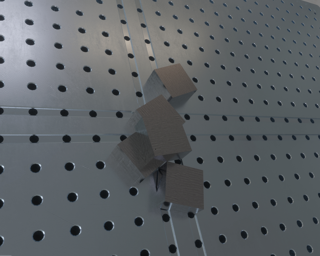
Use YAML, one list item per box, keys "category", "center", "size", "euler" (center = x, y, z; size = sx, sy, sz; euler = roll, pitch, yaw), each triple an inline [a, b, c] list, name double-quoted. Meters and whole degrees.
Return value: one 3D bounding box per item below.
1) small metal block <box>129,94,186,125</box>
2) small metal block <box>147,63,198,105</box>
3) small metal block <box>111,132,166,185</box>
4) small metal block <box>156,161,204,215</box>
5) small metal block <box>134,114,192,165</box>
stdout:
- category: "small metal block"
  center: [-0.003, -0.010, 0.412]
  size: [0.050, 0.025, 0.050]
  euler: [49, 51, 6]
- category: "small metal block"
  center: [0.018, -0.064, 0.456]
  size: [0.050, 0.025, 0.050]
  euler: [-22, 73, -36]
- category: "small metal block"
  center: [-0.022, 0.032, 0.377]
  size: [0.050, 0.025, 0.050]
  euler: [49, 51, 6]
- category: "small metal block"
  center: [0.025, 0.073, 0.376]
  size: [0.050, 0.025, 0.050]
  euler: [16, 55, -19]
- category: "small metal block"
  center: [0.003, 0.013, 0.370]
  size: [0.050, 0.025, 0.050]
  euler: [-6, 65, -31]
